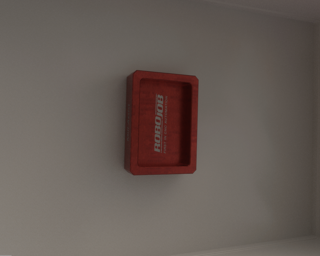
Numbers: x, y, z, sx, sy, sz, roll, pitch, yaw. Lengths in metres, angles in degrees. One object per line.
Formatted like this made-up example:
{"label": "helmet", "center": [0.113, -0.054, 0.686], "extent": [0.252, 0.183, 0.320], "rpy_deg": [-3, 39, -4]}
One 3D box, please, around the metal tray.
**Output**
{"label": "metal tray", "center": [0.002, -0.006, 0.406], "extent": [0.091, 0.030, 0.129], "rpy_deg": [2, 89, -21]}
